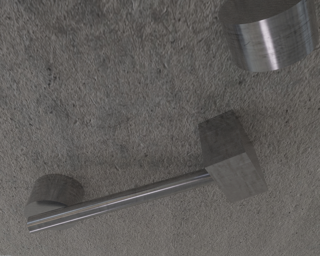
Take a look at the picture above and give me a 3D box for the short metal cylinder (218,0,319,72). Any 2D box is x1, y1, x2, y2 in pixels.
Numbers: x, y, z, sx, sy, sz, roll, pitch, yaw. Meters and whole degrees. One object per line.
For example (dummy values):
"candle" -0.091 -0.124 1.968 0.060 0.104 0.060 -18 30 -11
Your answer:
"short metal cylinder" 0.101 -0.097 0.290 0.080 0.080 0.050 -19 128 15

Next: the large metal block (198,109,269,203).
"large metal block" 0.094 0.037 0.403 0.050 0.080 0.080 -25 126 19

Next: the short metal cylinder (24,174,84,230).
"short metal cylinder" -0.165 0.118 0.490 0.081 0.050 0.079 0 130 0

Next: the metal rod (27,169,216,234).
"metal rod" -0.038 0.101 0.452 0.302 0.025 0.025 -15 130 -4
